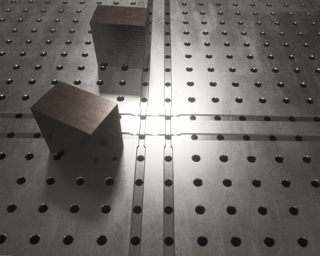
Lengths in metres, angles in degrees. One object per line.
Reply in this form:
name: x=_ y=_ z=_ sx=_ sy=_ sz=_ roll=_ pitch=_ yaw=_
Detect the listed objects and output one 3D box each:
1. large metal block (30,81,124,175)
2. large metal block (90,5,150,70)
large metal block: x=-0.094 y=0.001 z=0.370 sx=0.080 sy=0.080 sz=0.050 roll=22 pitch=53 yaw=17
large metal block: x=-0.059 y=-0.143 z=0.491 sx=0.080 sy=0.080 sz=0.050 roll=5 pitch=50 yaw=3
